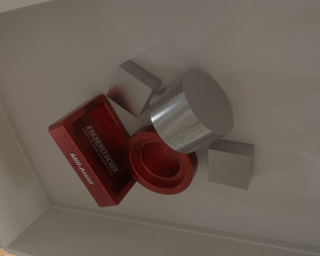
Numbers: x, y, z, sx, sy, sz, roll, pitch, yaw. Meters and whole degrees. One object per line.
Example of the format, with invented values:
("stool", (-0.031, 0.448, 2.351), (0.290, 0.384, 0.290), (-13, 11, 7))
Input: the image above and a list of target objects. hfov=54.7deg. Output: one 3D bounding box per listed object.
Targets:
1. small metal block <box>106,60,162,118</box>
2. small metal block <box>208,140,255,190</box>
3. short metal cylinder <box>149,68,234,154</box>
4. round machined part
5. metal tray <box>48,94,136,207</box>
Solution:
("small metal block", (-0.034, -0.049, 0.392), (0.050, 0.025, 0.050), (36, 129, 5))
("small metal block", (0.088, 0.045, 0.387), (0.050, 0.025, 0.050), (10, 122, 24))
("short metal cylinder", (0.035, -0.018, 0.340), (0.050, 0.080, 0.080), (-33, 100, 38))
("round machined part", (0.004, 0.038, 0.414), (0.098, 0.042, 0.097), (13, 124, 20))
("metal tray", (-0.079, 0.030, 0.422), (0.030, 0.090, 0.130), (-18, 109, 35))
